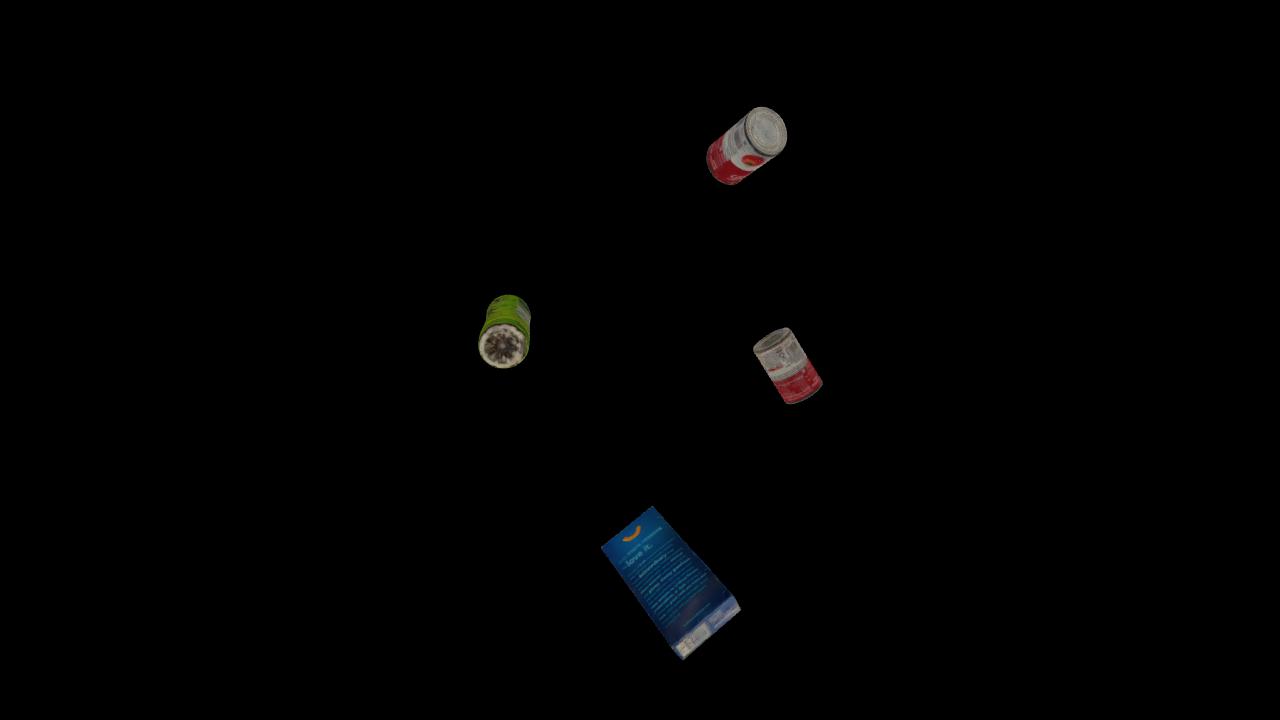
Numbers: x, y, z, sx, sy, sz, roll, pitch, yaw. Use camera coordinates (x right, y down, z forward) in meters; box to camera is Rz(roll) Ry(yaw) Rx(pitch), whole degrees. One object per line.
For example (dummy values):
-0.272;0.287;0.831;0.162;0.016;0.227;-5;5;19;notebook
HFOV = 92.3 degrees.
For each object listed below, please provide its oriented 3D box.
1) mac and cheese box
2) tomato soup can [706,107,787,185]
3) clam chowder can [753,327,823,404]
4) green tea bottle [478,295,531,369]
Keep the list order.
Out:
0.033;0.272;0.774;0.093;0.041;0.184;-38;36;-11;mac and cheese box
0.144;-0.289;0.833;0.068;0.068;0.101;0;-7;-24;tomato soup can
0.230;0.009;0.960;0.068;0.102;0.068;-33;11;7;clam chowder can
-0.199;-0.054;0.926;0.073;0.073;0.212;0;20;-7;green tea bottle
